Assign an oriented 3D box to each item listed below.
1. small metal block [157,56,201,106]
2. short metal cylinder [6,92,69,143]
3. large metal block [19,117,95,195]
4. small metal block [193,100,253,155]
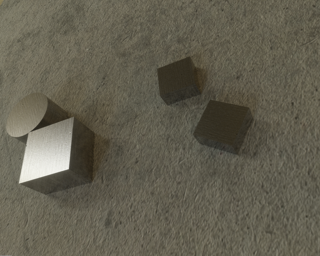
[{"bbox_3d":[0.026,-0.065,0.430,0.050,0.025,0.050,-18,55,18],"label":"small metal block"},{"bbox_3d":[-0.195,-0.010,0.496,0.080,0.050,0.080,-13,56,21],"label":"short metal cylinder"},{"bbox_3d":[-0.142,0.041,0.437,0.080,0.050,0.080,-17,55,18],"label":"large metal block"},{"bbox_3d":[0.075,-0.002,0.366,0.050,0.025,0.050,16,70,34],"label":"small metal block"}]
